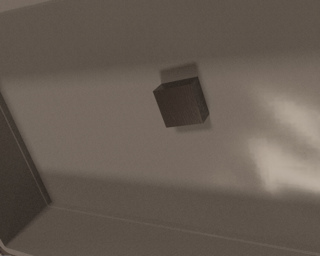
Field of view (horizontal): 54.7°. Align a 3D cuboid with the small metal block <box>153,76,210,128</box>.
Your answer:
[{"bbox_3d":[0.026,-0.030,0.375,0.050,0.025,0.050,-7,115,31],"label":"small metal block"}]
